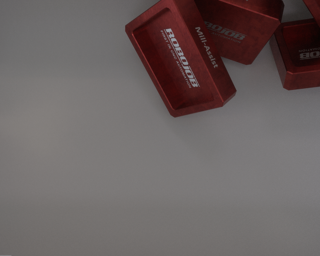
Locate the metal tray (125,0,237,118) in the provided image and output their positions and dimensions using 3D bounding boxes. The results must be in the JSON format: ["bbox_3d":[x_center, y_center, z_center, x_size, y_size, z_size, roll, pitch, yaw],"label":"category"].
[{"bbox_3d":[0.022,-0.080,0.365,0.030,0.090,0.130,-39,107,-36],"label":"metal tray"}]

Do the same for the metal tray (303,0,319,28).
[{"bbox_3d":[0.201,-0.151,0.323,0.090,0.131,0.030,-27,49,36],"label":"metal tray"}]

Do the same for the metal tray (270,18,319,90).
[{"bbox_3d":[0.211,-0.096,0.378,0.131,0.030,0.090,-6,55,8],"label":"metal tray"}]

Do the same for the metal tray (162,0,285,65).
[{"bbox_3d":[0.068,-0.132,0.376,0.131,0.090,0.030,19,68,0],"label":"metal tray"}]
